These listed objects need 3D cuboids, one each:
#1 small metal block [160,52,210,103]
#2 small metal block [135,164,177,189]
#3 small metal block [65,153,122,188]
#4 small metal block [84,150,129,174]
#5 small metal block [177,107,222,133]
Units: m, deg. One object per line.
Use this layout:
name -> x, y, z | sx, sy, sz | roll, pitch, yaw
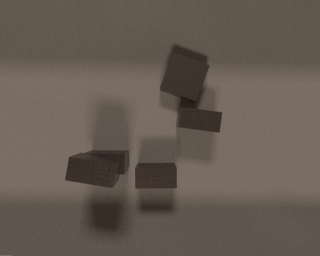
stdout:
small metal block -> 0.032, -0.066, 0.412 | 0.050, 0.025, 0.050 | 20, 90, -1
small metal block -> -0.005, 0.060, 0.399 | 0.050, 0.050, 0.025 | 0, 90, -1
small metal block -> -0.072, 0.046, 0.348 | 0.050, 0.050, 0.025 | 10, 90, -1
small metal block -> -0.068, 0.043, 0.398 | 0.050, 0.050, 0.025 | 1, 90, -1
small metal block -> 0.049, -0.010, 0.400 | 0.050, 0.050, 0.025 | 8, 90, -1
